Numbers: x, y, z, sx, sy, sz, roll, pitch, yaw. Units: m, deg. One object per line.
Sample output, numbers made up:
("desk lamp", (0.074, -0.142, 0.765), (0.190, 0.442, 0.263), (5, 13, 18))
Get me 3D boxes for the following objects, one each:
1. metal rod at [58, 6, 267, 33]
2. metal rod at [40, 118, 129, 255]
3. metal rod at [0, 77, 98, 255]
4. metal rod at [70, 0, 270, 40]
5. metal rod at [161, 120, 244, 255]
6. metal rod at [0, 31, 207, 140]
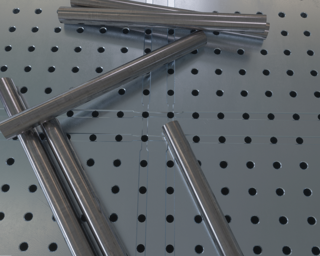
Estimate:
("metal rod", (-0.002, -0.159, 0.454), (0.301, 0.025, 0.025), (5, 70, 8))
("metal rod", (-0.071, 0.115, 0.369), (0.025, 0.025, 0.299), (-29, 73, -10))
("metal rod", (-0.143, 0.059, 0.389), (0.025, 0.025, 0.299), (-29, 73, -10))
("metal rod", (0.013, -0.173, 0.474), (0.301, 0.025, 0.025), (11, 70, 4))
("metal rod", (0.073, 0.125, 0.366), (0.025, 0.025, 0.299), (-22, 72, -8))
("metal rod", (-0.065, -0.065, 0.420), (0.302, 0.025, 0.025), (-29, 73, -16))
